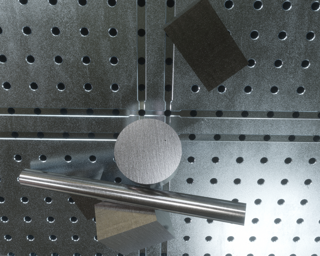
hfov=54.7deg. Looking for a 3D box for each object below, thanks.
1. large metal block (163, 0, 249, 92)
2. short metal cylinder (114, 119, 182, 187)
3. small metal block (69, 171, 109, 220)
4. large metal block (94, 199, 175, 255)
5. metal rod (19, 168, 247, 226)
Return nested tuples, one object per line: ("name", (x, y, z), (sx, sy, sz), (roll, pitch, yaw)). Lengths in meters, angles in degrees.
("large metal block", (0.047, -0.096, 0.350), (0.050, 0.080, 0.080), (-35, 107, 12))
("short metal cylinder", (-0.014, 0.033, 0.392), (0.081, 0.050, 0.080), (0, 73, 1))
("small metal block", (-0.094, 0.098, 0.448), (0.050, 0.025, 0.050), (-25, 109, 8))
("large metal block", (-0.033, 0.130, 0.429), (0.080, 0.050, 0.080), (-21, 141, 7))
("metal rod", (-0.047, 0.084, 0.394), (0.301, 0.025, 0.025), (6, 111, 17))
